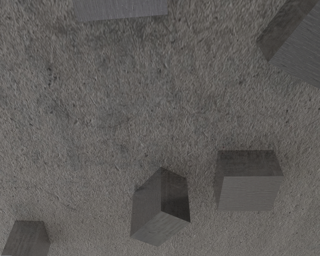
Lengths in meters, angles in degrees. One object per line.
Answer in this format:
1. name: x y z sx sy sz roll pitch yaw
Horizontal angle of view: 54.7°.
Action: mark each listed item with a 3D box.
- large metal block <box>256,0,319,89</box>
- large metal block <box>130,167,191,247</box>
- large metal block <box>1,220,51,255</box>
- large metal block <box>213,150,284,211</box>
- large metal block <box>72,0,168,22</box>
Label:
1. large metal block: 0.160 -0.094 0.312 0.080 0.050 0.080 21 127 -17
2. large metal block: -0.001 0.121 0.474 0.050 0.080 0.080 28 125 -22
3. large metal block: -0.241 0.226 0.561 0.050 0.080 0.079 2 130 -2
4. large metal block: 0.126 0.079 0.459 0.081 0.050 0.079 0 130 0
5. large metal block: -0.037 -0.144 0.268 0.080 0.050 0.080 -4 130 3
